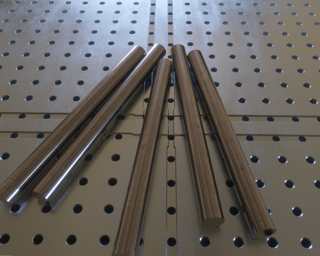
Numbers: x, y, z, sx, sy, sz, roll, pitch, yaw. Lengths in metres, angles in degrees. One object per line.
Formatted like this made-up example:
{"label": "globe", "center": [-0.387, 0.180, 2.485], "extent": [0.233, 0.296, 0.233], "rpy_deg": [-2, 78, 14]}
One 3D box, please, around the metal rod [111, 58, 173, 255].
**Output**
{"label": "metal rod", "center": [-0.014, 0.013, 0.397], "extent": [0.025, 0.025, 0.300], "rpy_deg": [6, 50, 5]}

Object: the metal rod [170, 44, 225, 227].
{"label": "metal rod", "center": [0.043, -0.015, 0.421], "extent": [0.025, 0.025, 0.300], "rpy_deg": [-4, 50, -3]}

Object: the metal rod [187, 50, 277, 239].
{"label": "metal rod", "center": [0.082, -0.005, 0.412], "extent": [0.025, 0.025, 0.300], "rpy_deg": [-7, 50, -6]}

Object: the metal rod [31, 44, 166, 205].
{"label": "metal rod", "center": [-0.067, -0.026, 0.430], "extent": [0.025, 0.025, 0.301], "rpy_deg": [20, 53, 16]}

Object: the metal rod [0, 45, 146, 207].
{"label": "metal rod", "center": [-0.103, -0.023, 0.426], "extent": [0.025, 0.025, 0.301], "rpy_deg": [22, 53, 17]}
